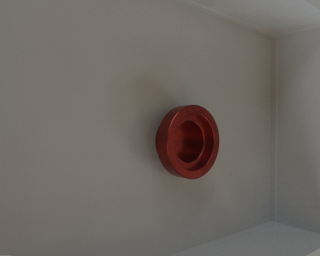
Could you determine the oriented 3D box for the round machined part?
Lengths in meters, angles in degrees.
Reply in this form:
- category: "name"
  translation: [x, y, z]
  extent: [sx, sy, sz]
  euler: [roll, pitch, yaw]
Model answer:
- category: "round machined part"
  translation: [0.033, 0.018, 0.422]
  extent: [0.099, 0.042, 0.097]
  euler: [0, 90, -40]
